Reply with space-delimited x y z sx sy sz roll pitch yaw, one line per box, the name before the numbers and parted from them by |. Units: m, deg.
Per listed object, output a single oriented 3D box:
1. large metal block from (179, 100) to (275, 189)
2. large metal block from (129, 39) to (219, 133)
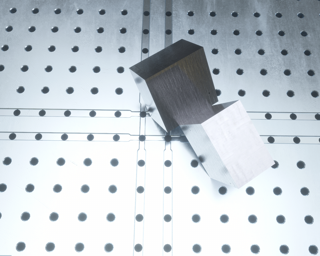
large metal block | 0.075 0.017 0.364 0.050 0.080 0.080 -32 96 -11
large metal block | 0.019 -0.055 0.395 0.080 0.080 0.050 -32 36 -11
